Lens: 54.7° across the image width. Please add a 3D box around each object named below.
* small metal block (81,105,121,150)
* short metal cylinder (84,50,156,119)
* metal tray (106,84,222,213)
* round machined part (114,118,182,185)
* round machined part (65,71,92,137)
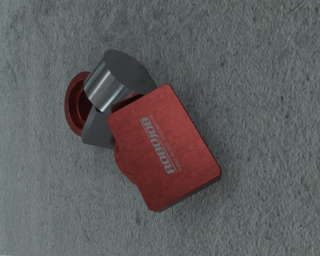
[{"bbox_3d":[-0.075,-0.001,0.426,0.050,0.050,0.025,-63,31,20],"label":"small metal block"},{"bbox_3d":[-0.053,-0.058,0.413,0.050,0.081,0.080,-45,63,30],"label":"short metal cylinder"},{"bbox_3d":[0.003,0.022,0.370,0.090,0.030,0.130,-29,69,2],"label":"metal tray"},{"bbox_3d":[-0.023,0.031,0.412,0.098,0.042,0.097,0,90,39],"label":"round machined part"},{"bbox_3d":[-0.100,-0.035,0.475,0.098,0.042,0.097,0,90,39],"label":"round machined part"}]
